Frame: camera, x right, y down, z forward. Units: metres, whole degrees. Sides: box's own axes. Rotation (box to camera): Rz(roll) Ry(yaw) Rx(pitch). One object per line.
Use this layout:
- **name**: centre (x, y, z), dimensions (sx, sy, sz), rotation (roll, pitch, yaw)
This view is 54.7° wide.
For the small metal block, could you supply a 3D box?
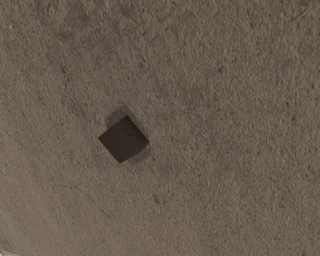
- **small metal block**: centre (-0.052, 0.017, 0.443), dimensions (0.050, 0.025, 0.050), rotation (-32, 101, 38)
